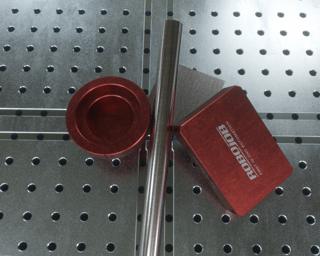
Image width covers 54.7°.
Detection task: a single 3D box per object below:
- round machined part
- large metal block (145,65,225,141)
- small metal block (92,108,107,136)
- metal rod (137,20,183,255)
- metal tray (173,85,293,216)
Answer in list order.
[{"bbox_3d":[-0.058,-0.009,0.373,0.099,0.042,0.098,-1,71,3],"label":"round machined part"},{"bbox_3d":[0.030,-0.031,0.407,0.080,0.050,0.080,22,71,7],"label":"large metal block"},{"bbox_3d":[-0.073,-0.011,0.412,0.050,0.025,0.050,-21,72,-8],"label":"small metal block"},{"bbox_3d":[-0.001,0.025,0.356,0.025,0.025,0.298,6,86,2],"label":"metal rod"},{"bbox_3d":[0.088,0.027,0.369,0.090,0.030,0.130,-37,99,-12],"label":"metal tray"}]
